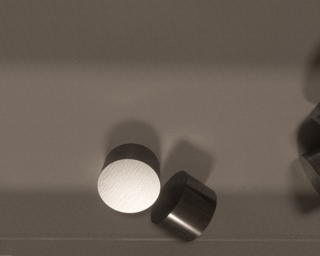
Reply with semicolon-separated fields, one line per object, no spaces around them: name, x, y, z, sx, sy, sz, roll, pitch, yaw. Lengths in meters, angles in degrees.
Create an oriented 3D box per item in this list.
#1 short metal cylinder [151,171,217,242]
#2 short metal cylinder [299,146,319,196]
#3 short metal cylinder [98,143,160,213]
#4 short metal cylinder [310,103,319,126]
short metal cylinder;0.032;0.106;0.422;0.050;0.080;0.080;35;106;-12
short metal cylinder;0.230;0.061;0.408;0.050;0.080;0.080;-28;108;10
short metal cylinder;-0.040;0.067;0.422;0.081;0.050;0.079;0;110;-1
short metal cylinder;0.230;-0.024;0.370;0.050;0.080;0.080;43;105;8
